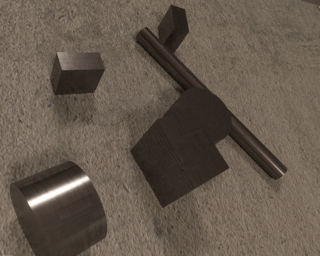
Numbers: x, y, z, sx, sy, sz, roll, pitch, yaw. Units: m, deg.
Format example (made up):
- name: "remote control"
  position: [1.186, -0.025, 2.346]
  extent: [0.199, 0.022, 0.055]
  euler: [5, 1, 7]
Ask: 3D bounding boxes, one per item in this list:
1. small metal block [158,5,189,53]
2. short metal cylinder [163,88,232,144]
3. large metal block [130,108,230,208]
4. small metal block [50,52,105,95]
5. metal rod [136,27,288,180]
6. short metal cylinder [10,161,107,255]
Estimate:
- name: "small metal block"
  position: [0.020, -0.158, 0.497]
  extent: [0.025, 0.050, 0.050]
  euler: [9, 58, -24]
- name: "short metal cylinder"
  position: [0.049, -0.008, 0.421]
  extent: [0.081, 0.050, 0.080]
  euler: [14, 56, -21]
- name: "large metal block"
  position: [0.019, 0.036, 0.359]
  extent: [0.050, 0.080, 0.080]
  euler: [-21, 73, -36]
- name: "small metal block"
  position: [-0.100, -0.065, 0.374]
  extent: [0.050, 0.050, 0.025]
  euler: [-8, 66, -32]
- name: "metal rod"
  position: [0.076, -0.039, 0.470]
  extent: [0.300, 0.025, 0.025]
  euler: [46, 51, 3]
- name: "short metal cylinder"
  position: [-0.091, 0.076, 0.274]
  extent: [0.050, 0.080, 0.080]
  euler: [-23, 74, -36]
